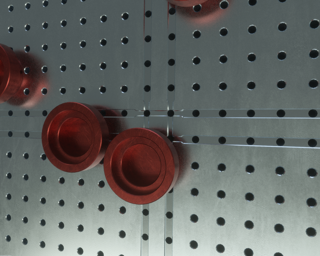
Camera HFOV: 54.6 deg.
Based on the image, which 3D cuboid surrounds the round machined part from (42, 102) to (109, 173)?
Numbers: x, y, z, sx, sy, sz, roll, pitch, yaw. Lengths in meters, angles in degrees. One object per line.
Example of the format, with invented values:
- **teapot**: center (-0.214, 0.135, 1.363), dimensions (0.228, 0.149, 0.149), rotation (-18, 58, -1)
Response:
- **round machined part**: center (-0.116, 0.013, 0.445), dimensions (0.098, 0.042, 0.097), rotation (0, 90, 20)

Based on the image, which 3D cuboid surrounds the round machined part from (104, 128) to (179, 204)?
- **round machined part**: center (-0.021, 0.048, 0.412), dimensions (0.098, 0.042, 0.097), rotation (0, 90, 19)

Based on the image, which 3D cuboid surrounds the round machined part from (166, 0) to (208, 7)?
- **round machined part**: center (0.039, -0.201, 0.390), dimensions (0.098, 0.042, 0.097), rotation (0, 90, 20)

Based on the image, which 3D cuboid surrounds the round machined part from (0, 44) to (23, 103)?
- **round machined part**: center (-0.262, -0.087, 0.497), dimensions (0.098, 0.042, 0.097), rotation (0, 90, 20)
